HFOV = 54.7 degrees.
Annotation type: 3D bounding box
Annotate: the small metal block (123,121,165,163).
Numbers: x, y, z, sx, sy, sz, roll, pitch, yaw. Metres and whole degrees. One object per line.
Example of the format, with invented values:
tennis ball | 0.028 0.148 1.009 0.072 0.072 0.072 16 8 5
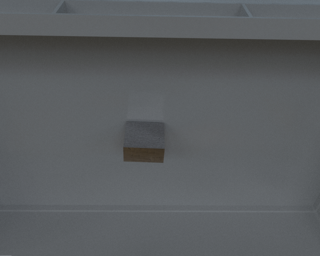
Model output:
small metal block | -0.020 0.018 0.403 0.050 0.050 0.025 2 130 -3
